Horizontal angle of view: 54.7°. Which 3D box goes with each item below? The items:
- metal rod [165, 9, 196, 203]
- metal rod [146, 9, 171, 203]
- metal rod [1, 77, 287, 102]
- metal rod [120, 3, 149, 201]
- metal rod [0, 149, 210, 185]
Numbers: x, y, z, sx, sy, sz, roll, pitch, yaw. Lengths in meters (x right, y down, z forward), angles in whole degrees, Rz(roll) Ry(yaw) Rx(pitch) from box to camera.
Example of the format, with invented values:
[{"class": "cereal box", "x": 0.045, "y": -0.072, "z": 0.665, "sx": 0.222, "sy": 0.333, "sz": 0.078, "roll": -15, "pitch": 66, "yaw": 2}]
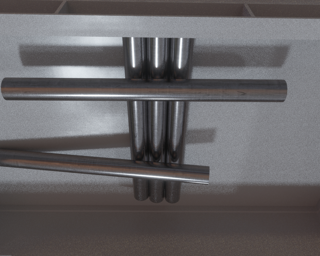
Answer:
[{"class": "metal rod", "x": 0.022, "y": -0.001, "z": 0.406, "sx": 0.025, "sy": 0.025, "sz": 0.298, "roll": 0, "pitch": 130, "yaw": -1}, {"class": "metal rod", "x": -0.004, "y": -0.002, "z": 0.406, "sx": 0.025, "sy": 0.025, "sz": 0.298, "roll": 0, "pitch": 130, "yaw": -1}, {"class": "metal rod", "x": -0.016, "y": -0.042, "z": 0.339, "sx": 0.302, "sy": 0.025, "sz": 0.025, "roll": 0, "pitch": 130, "yaw": -1}, {"class": "metal rod", "x": -0.028, "y": -0.006, "z": 0.403, "sx": 0.025, "sy": 0.025, "sz": 0.298, "roll": 0, "pitch": 130, "yaw": -1}, {"class": "metal rod", "x": -0.085, "y": 0.053, "z": 0.428, "sx": 0.302, "sy": 0.025, "sz": 0.025, "roll": 4, "pitch": 130, "yaw": 5}]
